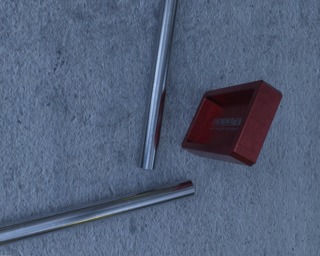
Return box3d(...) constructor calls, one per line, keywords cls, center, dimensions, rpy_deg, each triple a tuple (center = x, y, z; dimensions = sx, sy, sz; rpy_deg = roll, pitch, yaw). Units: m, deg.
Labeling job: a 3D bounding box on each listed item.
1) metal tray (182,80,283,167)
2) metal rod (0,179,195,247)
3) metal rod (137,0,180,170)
box3d(cls="metal tray", center=(0.082, -0.006, 0.385), dimensions=(0.030, 0.130, 0.090), rpy_deg=(28, 81, -18))
box3d(cls="metal rod", center=(-0.098, 0.106, 0.373), dimensions=(0.303, 0.025, 0.025), rpy_deg=(-10, 94, -20))
box3d(cls="metal rod", center=(0.003, -0.095, 0.410), dimensions=(0.025, 0.025, 0.298), rpy_deg=(9, 87, -20))
